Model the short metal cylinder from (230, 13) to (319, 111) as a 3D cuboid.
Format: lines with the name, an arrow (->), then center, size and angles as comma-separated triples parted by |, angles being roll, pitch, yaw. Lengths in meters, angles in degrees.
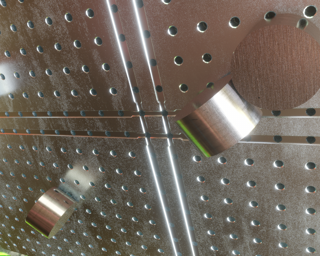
short metal cylinder -> 0.113, -0.063, 0.296 | 0.080, 0.050, 0.079 | 13, 124, 20

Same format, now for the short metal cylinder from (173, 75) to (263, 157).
short metal cylinder -> 0.061, -0.014, 0.334 | 0.080, 0.080, 0.050 | -34, 100, 38

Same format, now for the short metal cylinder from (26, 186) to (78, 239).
short metal cylinder -> -0.199, 0.156, 0.574 | 0.050, 0.080, 0.079 | 34, 129, 5
